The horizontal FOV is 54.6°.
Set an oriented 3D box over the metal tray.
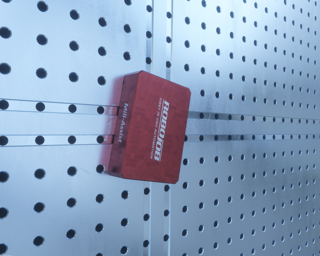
[{"bbox_3d":[-0.010,0.002,0.397,0.091,0.030,0.129,14,81,-39],"label":"metal tray"}]
